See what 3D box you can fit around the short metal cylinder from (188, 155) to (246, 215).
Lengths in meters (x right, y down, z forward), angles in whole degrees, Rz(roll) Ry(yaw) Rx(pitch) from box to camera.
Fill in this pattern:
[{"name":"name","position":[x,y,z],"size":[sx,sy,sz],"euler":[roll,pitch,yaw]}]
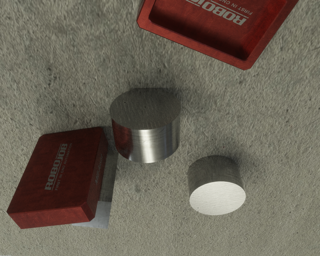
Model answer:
[{"name":"short metal cylinder","position":[0.083,0.087,0.465],"size":[0.081,0.050,0.079],"euler":[0,130,0]}]

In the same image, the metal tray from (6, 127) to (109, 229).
[{"name":"metal tray","position":[-0.119,0.056,0.385],"size":[0.090,0.130,0.030],"euler":[-8,130,6]}]

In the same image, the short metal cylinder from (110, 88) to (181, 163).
[{"name":"short metal cylinder","position":[-0.016,-0.005,0.367],"size":[0.080,0.080,0.050],"euler":[-1,130,1]}]

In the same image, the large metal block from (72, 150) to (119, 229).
[{"name":"large metal block","position":[-0.091,0.085,0.436],"size":[0.050,0.080,0.079],"euler":[8,138,-7]}]

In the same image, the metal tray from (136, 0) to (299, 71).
[{"name":"metal tray","position":[0.053,-0.120,0.301],"size":[0.131,0.030,0.089],"euler":[18,128,-15]}]
